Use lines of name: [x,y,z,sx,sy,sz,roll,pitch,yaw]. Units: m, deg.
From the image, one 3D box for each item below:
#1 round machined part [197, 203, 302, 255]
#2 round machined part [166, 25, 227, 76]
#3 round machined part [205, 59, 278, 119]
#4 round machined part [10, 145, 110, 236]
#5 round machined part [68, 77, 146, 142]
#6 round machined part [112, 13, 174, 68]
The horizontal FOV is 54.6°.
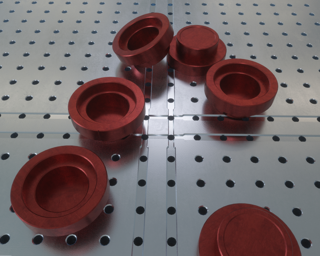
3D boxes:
round machined part: [0.087,0.117,0.299,0.099,0.042,0.098,0,50,0]
round machined part: [0.060,-0.133,0.509,0.099,0.042,0.098,0,50,0]
round machined part: [0.112,-0.052,0.441,0.099,0.042,0.098,0,50,0]
round machined part: [-0.104,0.070,0.338,0.099,0.042,0.098,0,50,0]
round machined part: [-0.068,-0.020,0.414,0.099,0.042,0.098,0,50,0]
round machined part: [-0.023,-0.135,0.495,0.098,0.042,0.098,-15,50,19]
